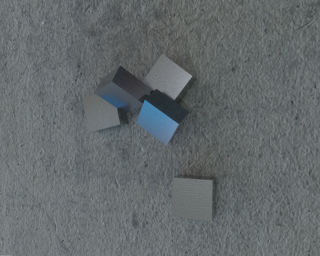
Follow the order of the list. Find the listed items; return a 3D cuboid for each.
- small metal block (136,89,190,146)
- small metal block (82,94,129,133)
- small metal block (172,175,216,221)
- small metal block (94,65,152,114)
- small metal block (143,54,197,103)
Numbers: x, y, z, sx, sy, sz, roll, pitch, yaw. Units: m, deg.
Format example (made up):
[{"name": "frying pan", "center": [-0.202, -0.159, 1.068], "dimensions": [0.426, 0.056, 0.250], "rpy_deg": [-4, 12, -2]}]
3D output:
[{"name": "small metal block", "center": [0.002, -0.013, 0.390], "dimensions": [0.050, 0.025, 0.050], "rpy_deg": [36, 143, 8]}, {"name": "small metal block", "center": [-0.077, -0.024, 0.436], "dimensions": [0.050, 0.025, 0.050], "rpy_deg": [-14, 85, 20]}, {"name": "small metal block", "center": [0.044, 0.088, 0.393], "dimensions": [0.050, 0.025, 0.050], "rpy_deg": [1, 90, 20]}, {"name": "small metal block", "center": [-0.048, -0.047, 0.397], "dimensions": [0.050, 0.050, 0.025], "rpy_deg": [-18, 44, 53]}, {"name": "small metal block", "center": [0.011, -0.060, 0.405], "dimensions": [0.050, 0.025, 0.050], "rpy_deg": [40, 102, 15]}]
